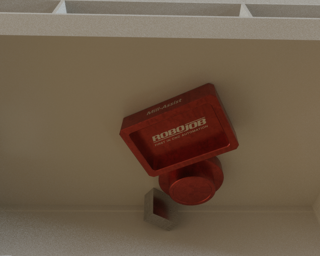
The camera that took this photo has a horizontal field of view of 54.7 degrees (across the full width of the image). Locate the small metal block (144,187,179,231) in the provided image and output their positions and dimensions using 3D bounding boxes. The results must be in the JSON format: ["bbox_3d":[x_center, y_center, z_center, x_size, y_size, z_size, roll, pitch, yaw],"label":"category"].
[{"bbox_3d":[0.002,0.133,0.506,0.050,0.050,0.025,30,124,-23],"label":"small metal block"}]

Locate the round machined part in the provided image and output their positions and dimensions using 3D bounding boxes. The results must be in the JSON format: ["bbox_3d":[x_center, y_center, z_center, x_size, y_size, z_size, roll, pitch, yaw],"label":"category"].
[{"bbox_3d":[0.047,0.080,0.467,0.099,0.042,0.097,-1,131,0],"label":"round machined part"}]

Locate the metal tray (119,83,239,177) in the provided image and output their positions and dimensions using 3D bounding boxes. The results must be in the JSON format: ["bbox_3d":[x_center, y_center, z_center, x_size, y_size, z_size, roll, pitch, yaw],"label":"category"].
[{"bbox_3d":[0.025,0.007,0.406,0.130,0.030,0.090,-21,122,16],"label":"metal tray"}]
